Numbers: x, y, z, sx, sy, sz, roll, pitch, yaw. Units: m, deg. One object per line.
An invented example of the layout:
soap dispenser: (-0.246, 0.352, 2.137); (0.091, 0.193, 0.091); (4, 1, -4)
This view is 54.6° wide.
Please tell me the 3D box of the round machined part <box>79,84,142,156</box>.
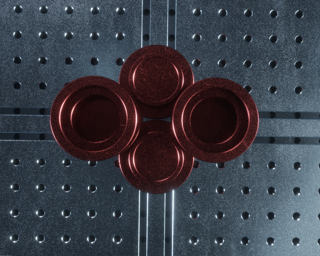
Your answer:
round machined part: (-0.073, -0.011, 0.404); (0.099, 0.042, 0.097); (0, 90, 0)

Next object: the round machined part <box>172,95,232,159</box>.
round machined part: (0.063, -0.010, 0.405); (0.099, 0.042, 0.097); (0, 90, 0)

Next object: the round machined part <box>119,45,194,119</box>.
round machined part: (-0.005, -0.060, 0.404); (0.099, 0.042, 0.097); (0, 90, 0)

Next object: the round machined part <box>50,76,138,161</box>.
round machined part: (-0.075, -0.011, 0.372); (0.099, 0.042, 0.097); (0, 90, 0)

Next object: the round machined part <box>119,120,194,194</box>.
round machined part: (-0.005, 0.038, 0.404); (0.099, 0.042, 0.097); (0, 90, 0)

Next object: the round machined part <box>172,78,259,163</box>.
round machined part: (0.063, -0.009, 0.373); (0.099, 0.042, 0.097); (0, 90, 0)
